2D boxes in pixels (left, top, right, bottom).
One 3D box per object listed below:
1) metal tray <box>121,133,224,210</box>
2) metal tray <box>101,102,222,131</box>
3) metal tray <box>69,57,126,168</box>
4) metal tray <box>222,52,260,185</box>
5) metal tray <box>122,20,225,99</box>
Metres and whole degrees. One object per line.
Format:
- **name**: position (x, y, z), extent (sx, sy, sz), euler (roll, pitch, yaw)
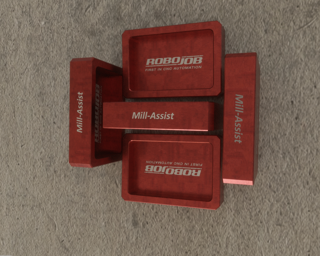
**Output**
- **metal tray**: position (0.016, 0.053, 0.403), extent (0.130, 0.030, 0.089), euler (1, 89, 19)
- **metal tray**: position (0.007, -0.014, 0.374), extent (0.130, 0.090, 0.030), euler (1, 92, 20)
- **metal tray**: position (-0.078, -0.019, 0.403), extent (0.030, 0.090, 0.129), euler (1, 91, 20)
- **metal tray**: position (0.092, -0.009, 0.343), extent (0.030, 0.090, 0.129), euler (1, 90, 20)
- **metal tray**: position (0.016, -0.084, 0.402), extent (0.130, 0.030, 0.089), euler (0, 93, 19)
